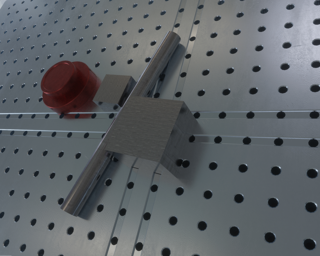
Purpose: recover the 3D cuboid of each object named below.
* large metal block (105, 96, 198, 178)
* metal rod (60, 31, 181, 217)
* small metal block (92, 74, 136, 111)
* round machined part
[{"bbox_3d":[-0.009,0.009,0.392,0.080,0.050,0.080,9,66,32],"label":"large metal block"},{"bbox_3d":[-0.049,-0.016,0.443,0.025,0.025,0.300,18,71,35],"label":"metal rod"},{"bbox_3d":[-0.068,-0.054,0.477,0.050,0.025,0.050,9,66,32],"label":"small metal block"},{"bbox_3d":[-0.162,-0.076,0.530,0.098,0.042,0.098,-13,56,21],"label":"round machined part"}]
